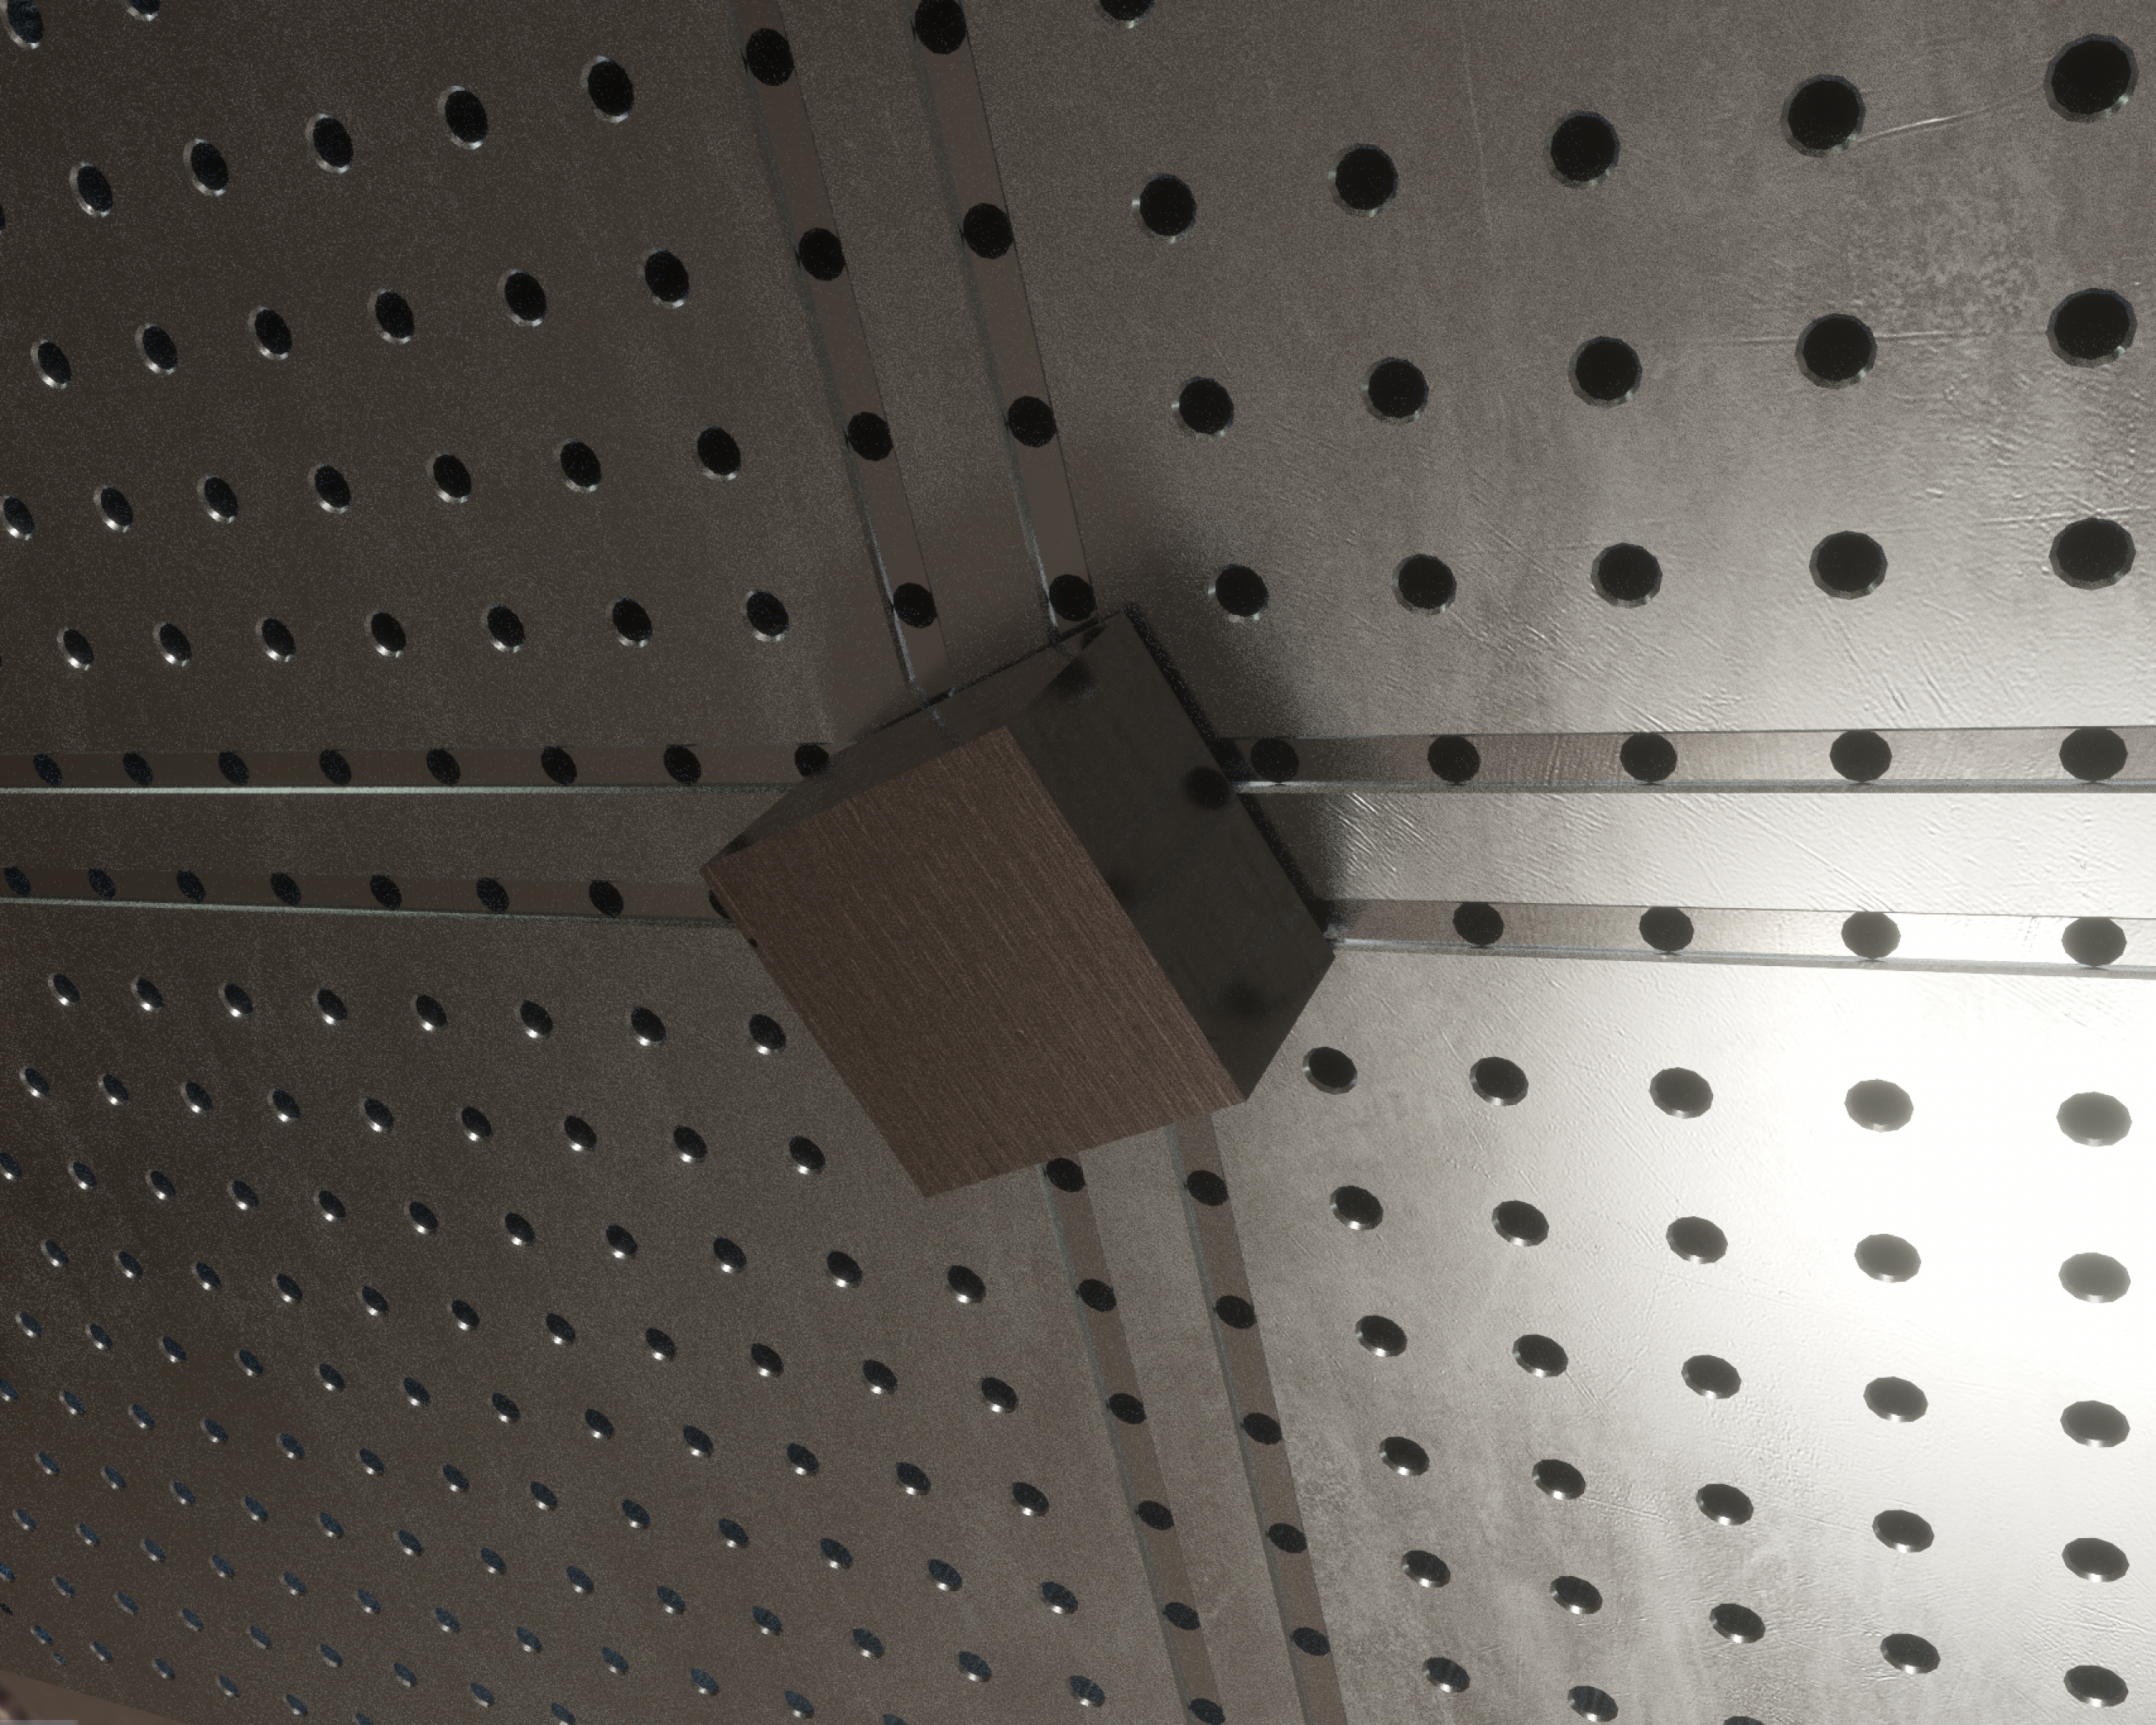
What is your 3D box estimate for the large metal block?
[{"bbox_3d":[-0.011,0.010,0.402,0.080,0.050,0.080,-23,107,36],"label":"large metal block"}]
